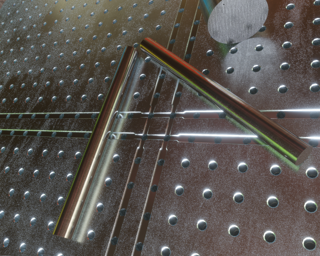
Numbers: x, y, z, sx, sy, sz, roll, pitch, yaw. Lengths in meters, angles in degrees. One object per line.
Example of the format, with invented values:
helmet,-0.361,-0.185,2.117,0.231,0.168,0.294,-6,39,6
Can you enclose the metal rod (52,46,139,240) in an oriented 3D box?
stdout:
metal rod,-0.085,0.005,0.449,0.025,0.025,0.300,2,62,29

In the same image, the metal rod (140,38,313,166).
metal rod,0.062,-0.053,0.408,0.025,0.025,0.300,-44,51,-2

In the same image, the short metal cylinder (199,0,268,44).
short metal cylinder,0.099,-0.163,0.421,0.080,0.080,0.050,-21,54,15
